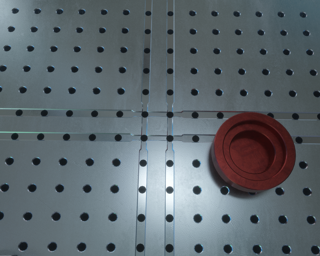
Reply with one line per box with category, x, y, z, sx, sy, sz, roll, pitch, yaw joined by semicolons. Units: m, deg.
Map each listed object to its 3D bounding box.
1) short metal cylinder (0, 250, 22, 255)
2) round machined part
short metal cylinder;-0.186;0.175;0.333;0.081;0.050;0.080;0;70;0
round machined part;0.114;0.033;0.391;0.099;0.042;0.098;0;70;0
